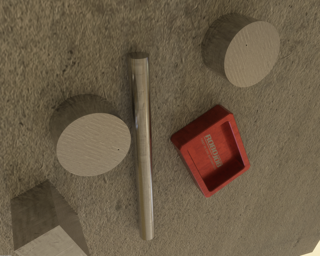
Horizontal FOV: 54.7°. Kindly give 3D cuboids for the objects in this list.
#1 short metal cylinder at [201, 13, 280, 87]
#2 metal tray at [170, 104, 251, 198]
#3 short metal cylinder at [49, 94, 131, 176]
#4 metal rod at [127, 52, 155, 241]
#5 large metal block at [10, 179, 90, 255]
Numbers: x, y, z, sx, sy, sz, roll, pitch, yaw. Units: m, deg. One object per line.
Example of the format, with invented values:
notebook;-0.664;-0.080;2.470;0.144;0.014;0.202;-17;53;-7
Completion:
short metal cylinder;0.099;-0.097;0.385;0.081;0.050;0.079;-14;124;-21
metal tray;0.081;0.039;0.471;0.090;0.030;0.130;-34;129;-6
short metal cylinder;-0.080;0.008;0.352;0.081;0.050;0.079;-14;124;-21
metal rod;-0.022;0.046;0.422;0.025;0.025;0.298;-14;125;-21
large metal block;-0.132;0.124;0.376;0.050;0.080;0.080;-29;128;-10
